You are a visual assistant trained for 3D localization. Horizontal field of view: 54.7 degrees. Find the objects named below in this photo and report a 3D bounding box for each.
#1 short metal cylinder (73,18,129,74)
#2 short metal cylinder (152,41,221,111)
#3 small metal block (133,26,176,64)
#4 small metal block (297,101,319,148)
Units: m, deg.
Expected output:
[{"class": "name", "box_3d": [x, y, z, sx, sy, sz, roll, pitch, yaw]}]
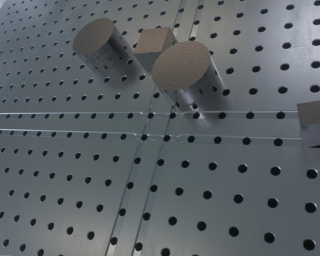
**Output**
[{"class": "short metal cylinder", "box_3d": [-0.101, -0.141, 0.531, 0.080, 0.050, 0.080, -13, 56, 21]}, {"class": "short metal cylinder", "box_3d": [0.036, -0.069, 0.416, 0.080, 0.050, 0.080, -13, 56, 21]}, {"class": "small metal block", "box_3d": [-0.008, -0.131, 0.493, 0.050, 0.025, 0.050, 3, 63, 29]}, {"class": "small metal block", "box_3d": [0.167, -0.005, 0.308, 0.050, 0.050, 0.025, -9, 58, 23]}]
